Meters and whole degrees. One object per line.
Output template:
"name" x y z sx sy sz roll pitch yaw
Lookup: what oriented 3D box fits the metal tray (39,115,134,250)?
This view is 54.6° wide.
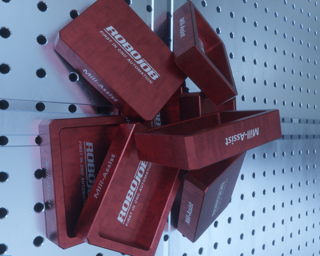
"metal tray" -0.078 0.053 0.340 0.091 0.030 0.129 -6 93 -40

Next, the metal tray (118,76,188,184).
"metal tray" -0.003 0.000 0.402 0.091 0.030 0.129 -6 92 -41

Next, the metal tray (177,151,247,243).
"metal tray" 0.068 0.087 0.418 0.091 0.030 0.129 -36 145 -34

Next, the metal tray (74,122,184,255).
"metal tray" -0.026 0.069 0.344 0.090 0.030 0.130 33 70 -35

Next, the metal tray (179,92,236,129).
"metal tray" 0.074 -0.005 0.442 0.131 0.030 0.090 -8 96 -57

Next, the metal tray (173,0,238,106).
"metal tray" 0.057 -0.101 0.408 0.090 0.030 0.130 40 33 -32

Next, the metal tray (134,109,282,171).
"metal tray" 0.051 0.007 0.324 0.131 0.090 0.030 -14 99 -35

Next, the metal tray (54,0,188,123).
"metal tray" -0.039 -0.077 0.351 0.130 0.030 0.090 44 63 -14
